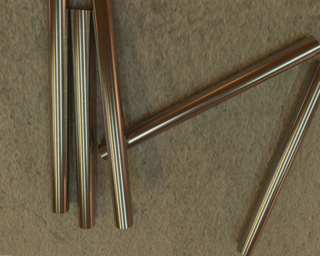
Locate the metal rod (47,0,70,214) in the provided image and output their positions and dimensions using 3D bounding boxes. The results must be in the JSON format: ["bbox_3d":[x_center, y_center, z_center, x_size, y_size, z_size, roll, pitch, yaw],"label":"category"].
[{"bbox_3d":[-0.129,-0.021,0.400,0.025,0.025,0.298,5,110,-3],"label":"metal rod"}]

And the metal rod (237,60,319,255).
[{"bbox_3d":[0.168,0.055,0.432,0.025,0.025,0.298,13,109,-5],"label":"metal rod"}]

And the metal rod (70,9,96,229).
[{"bbox_3d":[-0.100,0.003,0.409,0.025,0.025,0.298,3,110,-2],"label":"metal rod"}]

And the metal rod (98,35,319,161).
[{"bbox_3d":[0.055,-0.034,0.398,0.301,0.025,0.025,-27,108,9],"label":"metal rod"}]

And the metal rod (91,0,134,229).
[{"bbox_3d":[-0.057,-0.017,0.381,0.025,0.025,0.298,-4,102,1],"label":"metal rod"}]
